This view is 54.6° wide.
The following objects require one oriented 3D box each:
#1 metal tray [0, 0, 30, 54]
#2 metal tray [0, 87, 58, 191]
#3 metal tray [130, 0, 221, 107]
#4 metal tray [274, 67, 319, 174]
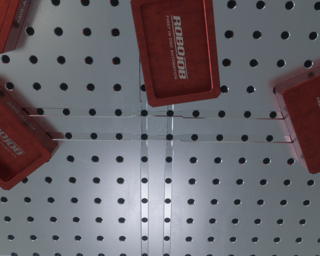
[{"bbox_3d":[-0.196,-0.161,0.349,0.090,0.030,0.129,25,108,-9],"label":"metal tray"},{"bbox_3d":[-0.216,0.010,0.412,0.090,0.030,0.130,-36,106,12],"label":"metal tray"},{"bbox_3d":[0.021,-0.096,0.375,0.090,0.030,0.129,-8,110,3],"label":"metal tray"},{"bbox_3d":[0.217,-0.012,0.408,0.090,0.030,0.130,-24,109,8],"label":"metal tray"}]
